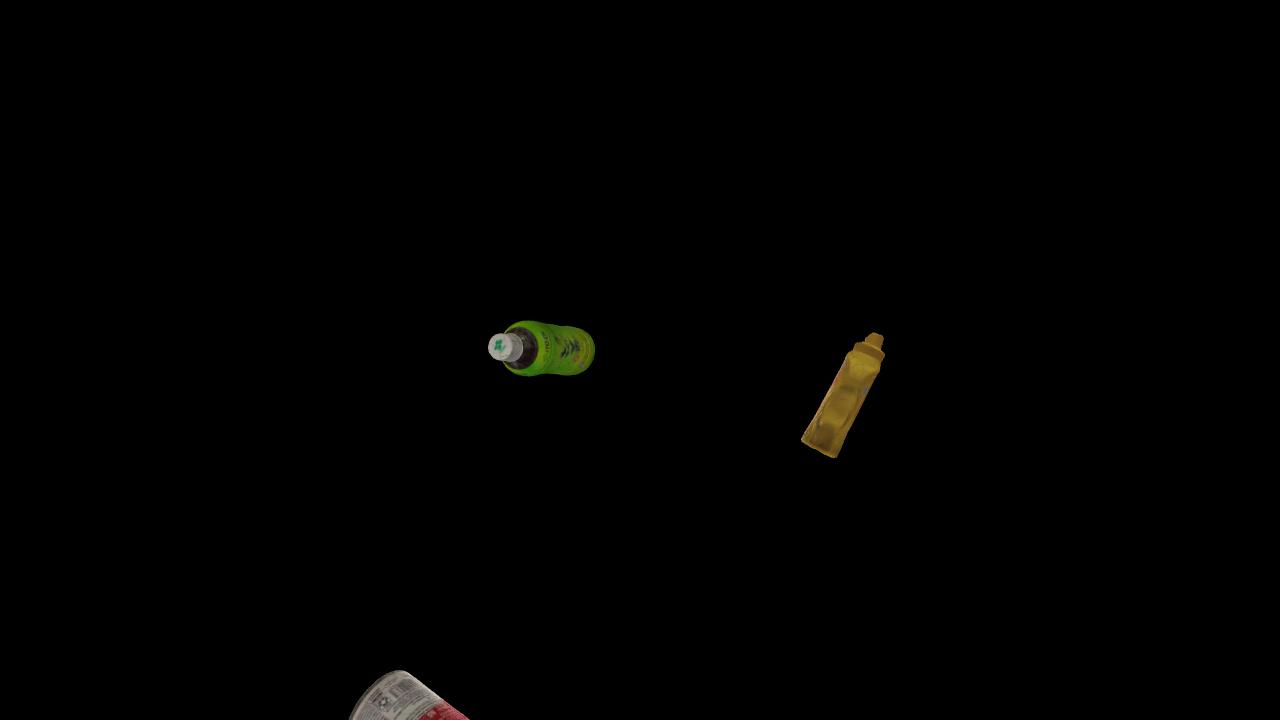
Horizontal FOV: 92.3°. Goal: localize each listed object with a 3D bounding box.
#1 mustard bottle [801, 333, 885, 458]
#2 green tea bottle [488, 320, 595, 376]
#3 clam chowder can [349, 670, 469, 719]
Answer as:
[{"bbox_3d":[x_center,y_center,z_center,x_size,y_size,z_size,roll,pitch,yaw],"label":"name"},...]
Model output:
[{"bbox_3d":[0.290,0.045,0.858,0.054,0.184,0.092,28,1,24],"label":"mustard bottle"},{"bbox_3d":[-0.124,-0.013,0.778,0.073,0.073,0.212,0,1,16],"label":"green tea bottle"},{"bbox_3d":[-0.189,0.321,0.523,0.102,0.068,0.068,19,9,26],"label":"clam chowder can"}]
